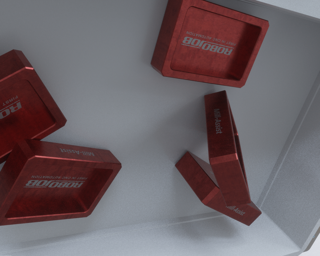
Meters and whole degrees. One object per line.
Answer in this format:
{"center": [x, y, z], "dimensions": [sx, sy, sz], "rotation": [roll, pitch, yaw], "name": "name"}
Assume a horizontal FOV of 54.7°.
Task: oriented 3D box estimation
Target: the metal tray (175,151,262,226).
{"center": [0.090, 0.094, 0.475], "dimensions": [0.130, 0.090, 0.030], "rotation": [33, 102, -39], "name": "metal tray"}

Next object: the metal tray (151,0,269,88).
{"center": [0.062, -0.102, 0.377], "dimensions": [0.131, 0.030, 0.089], "rotation": [3, 117, -30], "name": "metal tray"}

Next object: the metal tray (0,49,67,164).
{"center": [-0.164, -0.004, 0.286], "dimensions": [0.131, 0.030, 0.090], "rotation": [-34, 150, -15], "name": "metal tray"}

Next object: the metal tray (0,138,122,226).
{"center": [-0.116, 0.064, 0.357], "dimensions": [0.131, 0.030, 0.090], "rotation": [16, 112, -54], "name": "metal tray"}

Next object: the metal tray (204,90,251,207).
{"center": [0.086, 0.023, 0.403], "dimensions": [0.030, 0.130, 0.090], "rotation": [-14, 128, 16], "name": "metal tray"}
